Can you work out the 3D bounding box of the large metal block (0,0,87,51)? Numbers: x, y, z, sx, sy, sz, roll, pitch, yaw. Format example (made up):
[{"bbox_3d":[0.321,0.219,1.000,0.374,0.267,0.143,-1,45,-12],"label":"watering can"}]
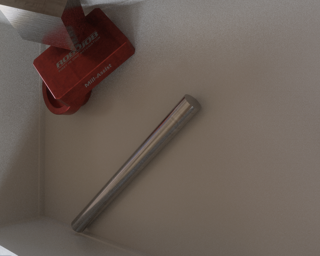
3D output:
[{"bbox_3d":[-0.151,-0.152,0.411,0.080,0.080,0.050,13,75,2],"label":"large metal block"}]

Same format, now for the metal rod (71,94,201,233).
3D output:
[{"bbox_3d":[-0.048,0.065,0.444,0.299,0.025,0.025,-48,62,29],"label":"metal rod"}]

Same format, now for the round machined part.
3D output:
[{"bbox_3d":[-0.151,-0.070,0.518,0.098,0.042,0.097,0,90,39],"label":"round machined part"}]

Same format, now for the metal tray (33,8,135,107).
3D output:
[{"bbox_3d":[-0.113,-0.105,0.456,0.130,0.030,0.090,-40,64,1],"label":"metal tray"}]
